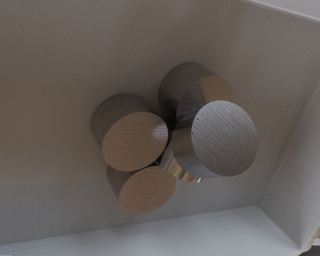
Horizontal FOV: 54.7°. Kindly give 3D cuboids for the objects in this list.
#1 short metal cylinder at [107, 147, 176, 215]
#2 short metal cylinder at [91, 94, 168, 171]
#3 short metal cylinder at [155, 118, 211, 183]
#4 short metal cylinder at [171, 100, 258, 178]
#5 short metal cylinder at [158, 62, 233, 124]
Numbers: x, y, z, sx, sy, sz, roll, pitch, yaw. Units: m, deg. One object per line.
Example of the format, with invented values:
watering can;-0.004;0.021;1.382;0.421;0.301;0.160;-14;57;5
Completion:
short metal cylinder;-0.026;0.070;0.421;0.081;0.050;0.079;-14;125;-21
short metal cylinder;-0.037;0.005;0.374;0.081;0.050;0.079;-14;125;-21
short metal cylinder;0.034;0.027;0.409;0.081;0.080;0.050;14;111;-34
short metal cylinder;0.059;0.015;0.343;0.081;0.050;0.080;5;77;-21
short metal cylinder;0.045;-0.037;0.394;0.081;0.050;0.079;-14;125;-21
